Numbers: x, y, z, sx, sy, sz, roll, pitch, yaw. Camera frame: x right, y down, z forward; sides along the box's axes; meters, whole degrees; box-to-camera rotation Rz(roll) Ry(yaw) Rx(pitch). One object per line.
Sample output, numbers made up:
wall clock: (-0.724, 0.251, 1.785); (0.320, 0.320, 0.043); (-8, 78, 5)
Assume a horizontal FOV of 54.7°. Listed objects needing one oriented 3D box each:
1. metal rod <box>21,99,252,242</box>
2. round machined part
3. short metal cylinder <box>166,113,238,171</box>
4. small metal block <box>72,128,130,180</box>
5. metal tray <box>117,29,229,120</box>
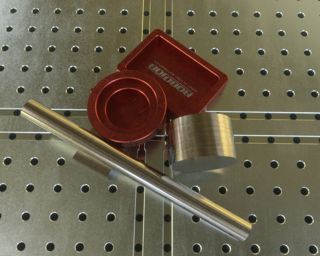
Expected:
metal rod: (-0.029, 0.050, 0.371); (0.301, 0.025, 0.025); (30, 72, 1)
round machined part: (-0.041, -0.022, 0.402); (0.099, 0.042, 0.098); (0, 70, 1)
short metal cylinder: (0.049, 0.020, 0.374); (0.081, 0.080, 0.050); (-4, 70, -2)
small metal block: (-0.075, 0.032, 0.399); (0.050, 0.025, 0.050); (27, 72, 9)
metal tray: (0.017, -0.070, 0.434); (0.130, 0.030, 0.090); (38, 74, 12)
